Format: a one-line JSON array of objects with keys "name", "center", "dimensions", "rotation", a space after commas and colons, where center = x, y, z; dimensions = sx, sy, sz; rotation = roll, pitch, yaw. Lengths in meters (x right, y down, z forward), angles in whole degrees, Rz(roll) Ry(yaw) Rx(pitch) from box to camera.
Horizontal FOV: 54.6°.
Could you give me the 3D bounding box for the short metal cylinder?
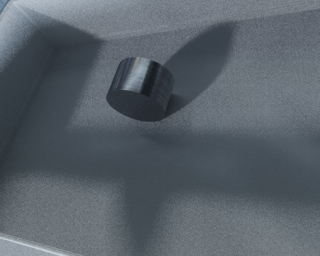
[{"name": "short metal cylinder", "center": [-0.025, -0.049, 0.415], "dimensions": [0.080, 0.080, 0.050], "rotation": [3, 63, 29]}]
